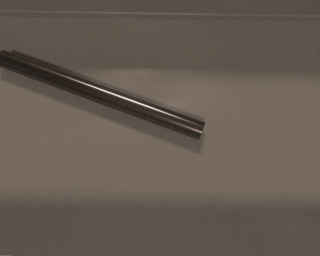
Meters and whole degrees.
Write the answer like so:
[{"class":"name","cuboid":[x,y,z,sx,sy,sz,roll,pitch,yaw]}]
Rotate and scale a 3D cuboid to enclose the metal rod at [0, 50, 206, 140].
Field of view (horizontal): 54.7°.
[{"class":"metal rod","cuboid":[-0.085,-0.047,0.425,0.301,0.025,0.025,20,71,7]}]
